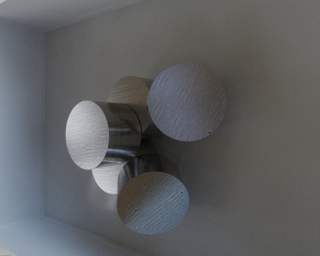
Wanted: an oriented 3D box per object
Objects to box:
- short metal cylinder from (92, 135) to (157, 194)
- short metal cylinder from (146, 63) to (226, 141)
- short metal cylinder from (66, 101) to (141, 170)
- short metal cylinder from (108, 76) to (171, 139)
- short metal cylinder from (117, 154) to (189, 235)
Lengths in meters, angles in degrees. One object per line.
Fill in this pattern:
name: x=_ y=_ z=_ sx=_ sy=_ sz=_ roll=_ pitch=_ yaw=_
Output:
short metal cylinder: x=-0.050 y=0.047 z=0.428 sx=0.080 sy=0.050 sz=0.079 roll=0 pitch=90 yaw=39
short metal cylinder: x=0.026 y=-0.026 z=0.339 sx=0.081 sy=0.050 sz=0.079 roll=0 pitch=89 yaw=-5
short metal cylinder: x=-0.070 y=0.008 z=0.377 sx=0.080 sy=0.050 sz=0.079 roll=0 pitch=90 yaw=39
short metal cylinder: x=-0.024 y=-0.025 z=0.406 sx=0.080 sy=0.050 sz=0.079 roll=0 pitch=90 yaw=39
short metal cylinder: x=-0.010 y=0.077 z=0.367 sx=0.050 sy=0.081 sz=0.079 roll=-112 pitch=39 yaw=-71
